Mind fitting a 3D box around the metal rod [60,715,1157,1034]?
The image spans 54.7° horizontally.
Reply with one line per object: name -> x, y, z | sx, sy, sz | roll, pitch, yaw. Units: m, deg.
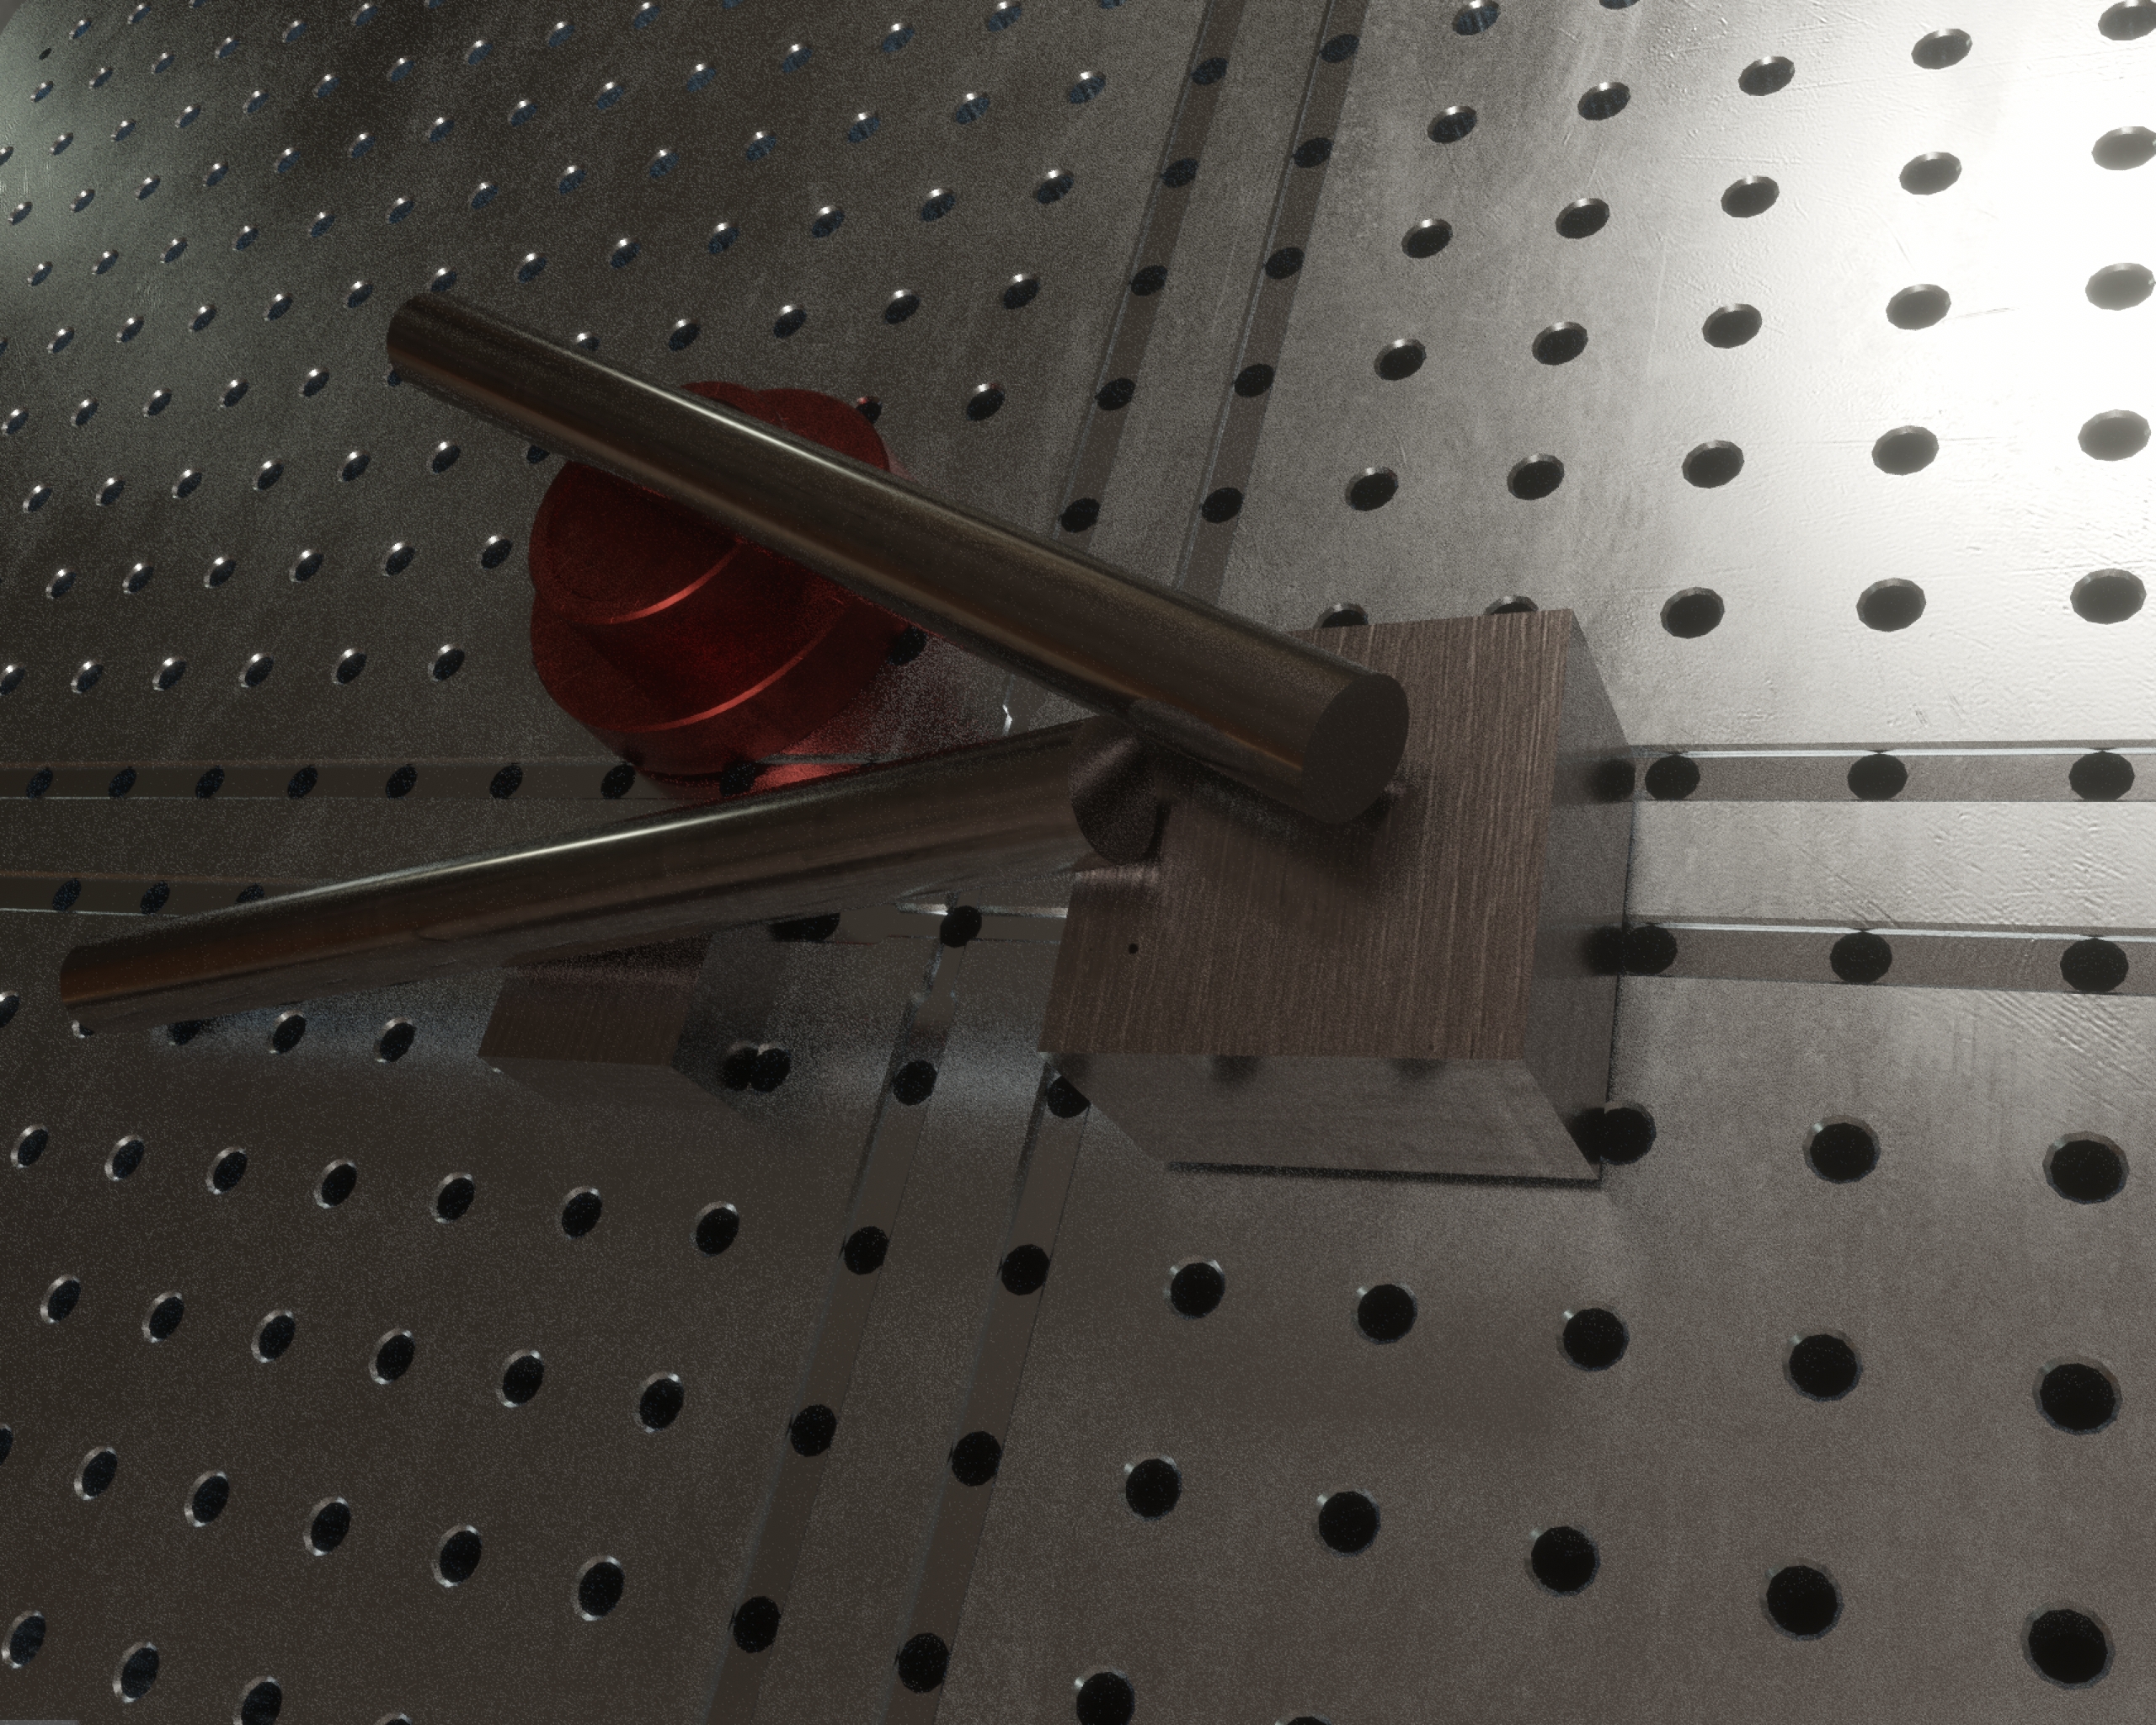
metal rod -> -0.116, 0.009, 0.426 | 0.300, 0.025, 0.025 | -10, 57, 35

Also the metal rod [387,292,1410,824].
metal rod -> -0.058, -0.073, 0.420 | 0.300, 0.025, 0.025 | 29, 77, 40

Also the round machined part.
round machined part -> -0.087, -0.073, 0.485 | 0.098, 0.042, 0.098 | -13, 56, 20

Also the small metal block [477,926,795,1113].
small metal block -> -0.092, 0.024, 0.440 | 0.050, 0.025, 0.050 | 0, 62, 27

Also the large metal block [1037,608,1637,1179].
large metal block -> 0.047, 0.006, 0.359 | 0.080, 0.050, 0.080 | -2, 61, 27
